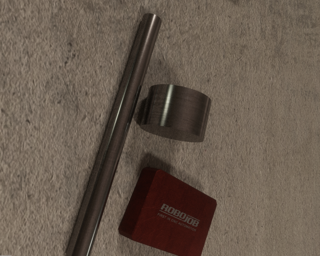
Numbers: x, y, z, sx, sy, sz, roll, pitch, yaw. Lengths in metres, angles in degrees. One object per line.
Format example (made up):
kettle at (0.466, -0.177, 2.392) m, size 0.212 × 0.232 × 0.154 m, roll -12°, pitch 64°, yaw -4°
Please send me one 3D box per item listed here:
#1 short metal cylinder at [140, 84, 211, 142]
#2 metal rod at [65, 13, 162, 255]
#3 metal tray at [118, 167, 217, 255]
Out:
short metal cylinder at (0.020, -0.016, 0.388) m, size 0.080 × 0.080 × 0.050 m, roll 22°, pitch 77°, yaw -38°
metal rod at (-0.049, 0.001, 0.364) m, size 0.025 × 0.025 × 0.299 m, roll 26°, pitch 74°, yaw -38°
metal tray at (0.017, 0.118, 0.418) m, size 0.130 × 0.030 × 0.090 m, roll 34°, pitch 69°, yaw -35°
